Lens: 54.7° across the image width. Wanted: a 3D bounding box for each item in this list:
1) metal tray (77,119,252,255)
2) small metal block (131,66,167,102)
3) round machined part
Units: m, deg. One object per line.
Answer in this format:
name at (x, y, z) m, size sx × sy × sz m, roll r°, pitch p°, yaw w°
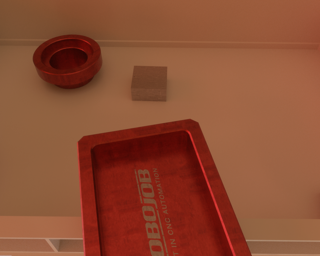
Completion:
metal tray at (-0.002, 0.057, 0.201) m, size 0.091 × 0.030 × 0.130 m, roll -9°, pitch 51°, yaw -9°
small metal block at (-0.015, -0.066, 0.461) m, size 0.050 × 0.025 × 0.050 m, roll 2°, pitch 50°, yaw 1°
round machined part at (-0.138, -0.097, 0.474) m, size 0.099 × 0.042 × 0.098 m, roll 0°, pitch 50°, yaw 0°
